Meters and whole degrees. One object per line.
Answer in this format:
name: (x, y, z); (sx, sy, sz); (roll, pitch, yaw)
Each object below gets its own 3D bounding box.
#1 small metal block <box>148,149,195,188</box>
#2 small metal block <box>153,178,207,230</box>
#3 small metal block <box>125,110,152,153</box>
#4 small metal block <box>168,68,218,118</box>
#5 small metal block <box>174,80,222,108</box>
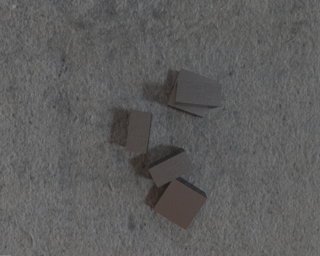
small metal block: (0.014, 0.050, 0.398); (0.050, 0.050, 0.025); (-27, 90, 0)
small metal block: (0.026, 0.096, 0.408); (0.050, 0.025, 0.050); (32, 96, -1)
small metal block: (-0.026, 0.004, 0.397); (0.025, 0.050, 0.050); (8, 90, 0)
small metal block: (0.042, -0.045, 0.411); (0.050, 0.025, 0.050); (20, 90, -1)
small metal block: (0.044, -0.039, 0.373); (0.050, 0.050, 0.025); (6, 90, -1)
